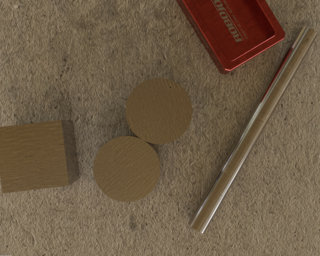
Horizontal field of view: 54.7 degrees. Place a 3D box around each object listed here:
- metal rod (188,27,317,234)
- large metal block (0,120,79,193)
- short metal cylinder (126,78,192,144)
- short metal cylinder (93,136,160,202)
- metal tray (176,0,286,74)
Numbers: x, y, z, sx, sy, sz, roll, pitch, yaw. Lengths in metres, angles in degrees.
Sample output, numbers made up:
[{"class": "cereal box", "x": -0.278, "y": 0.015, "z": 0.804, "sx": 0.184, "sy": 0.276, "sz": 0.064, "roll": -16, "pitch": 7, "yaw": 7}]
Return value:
[{"class": "metal rod", "x": 0.122, "y": 0.003, "z": 0.411, "sx": 0.025, "sy": 0.025, "sz": 0.299, "roll": 30, "pitch": 90, "yaw": 0}, {"class": "large metal block", "x": -0.154, "y": 0.034, "z": 0.396, "sx": 0.080, "sy": 0.050, "sz": 0.080, "roll": -7, "pitch": 90, "yaw": 0}, {"class": "short metal cylinder", "x": -0.001, "y": -0.020, "z": 0.398, "sx": 0.081, "sy": 0.050, "sz": 0.080, "roll": 0, "pitch": 90, "yaw": 0}, {"class": "short metal cylinder", "x": -0.040, "y": 0.049, "z": 0.397, "sx": 0.081, "sy": 0.050, "sz": 0.080, "roll": 0, "pitch": 90, "yaw": 0}, {"class": "metal tray", "x": 0.090, "y": -0.148, "z": 0.408, "sx": 0.090, "sy": 0.030, "sz": 0.130, "roll": -31, "pitch": 90, "yaw": 0}]
